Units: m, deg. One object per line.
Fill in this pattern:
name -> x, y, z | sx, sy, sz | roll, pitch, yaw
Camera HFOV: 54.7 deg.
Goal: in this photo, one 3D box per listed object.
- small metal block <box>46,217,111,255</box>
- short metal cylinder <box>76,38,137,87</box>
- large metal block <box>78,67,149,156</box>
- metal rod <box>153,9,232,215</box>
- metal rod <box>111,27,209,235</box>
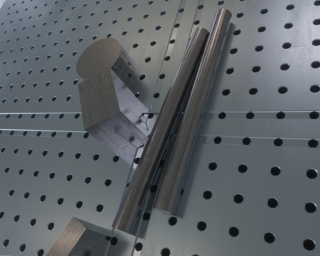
small metal block -> -0.092, 0.136, 0.357 | 0.025, 0.050, 0.050 | 26, 76, 37
short metal cylinder -> -0.085, -0.097, 0.496 | 0.080, 0.050, 0.080 | -13, 56, 21
large metal block -> -0.061, -0.020, 0.418 | 0.050, 0.080, 0.080 | -27, 52, 11
metal rod -> 0.049, -0.037, 0.404 | 0.025, 0.025, 0.300 | 5, 64, 30
metal rod -> 0.009, -0.011, 0.410 | 0.025, 0.025, 0.300 | 9, 66, 32
